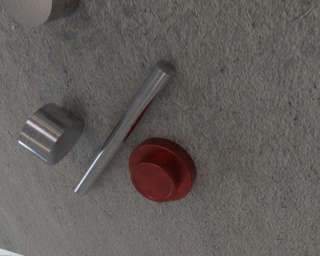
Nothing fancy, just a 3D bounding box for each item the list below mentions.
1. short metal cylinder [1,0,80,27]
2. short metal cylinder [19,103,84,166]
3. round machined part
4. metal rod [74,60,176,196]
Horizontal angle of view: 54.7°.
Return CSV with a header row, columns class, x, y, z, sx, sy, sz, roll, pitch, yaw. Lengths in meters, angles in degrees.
class,x,y,z,sx,sy,sz,roll,pitch,yaw
short metal cylinder,-0.142,-0.165,0.363,0.080,0.050,0.079,13,124,21
short metal cylinder,-0.160,0.009,0.461,0.050,0.080,0.079,34,129,6
round machined part,-0.002,0.066,0.437,0.098,0.042,0.097,13,124,21
metal rod,-0.066,0.019,0.453,0.025,0.025,0.298,40,129,1
